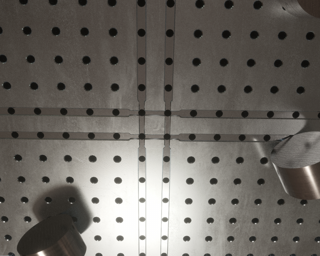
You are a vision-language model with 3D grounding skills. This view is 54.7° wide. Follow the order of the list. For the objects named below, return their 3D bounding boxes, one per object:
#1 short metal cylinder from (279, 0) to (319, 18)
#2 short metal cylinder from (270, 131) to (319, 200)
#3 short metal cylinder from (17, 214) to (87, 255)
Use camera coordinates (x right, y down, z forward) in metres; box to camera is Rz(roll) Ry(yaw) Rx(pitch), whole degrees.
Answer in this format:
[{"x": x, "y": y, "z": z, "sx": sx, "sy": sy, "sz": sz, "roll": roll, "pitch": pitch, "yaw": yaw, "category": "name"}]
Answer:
[{"x": 0.178, "y": -0.163, "z": 0.342, "sx": 0.081, "sy": 0.050, "sz": 0.079, "roll": 0, "pitch": 110, "yaw": -1, "category": "short metal cylinder"}, {"x": 0.193, "y": 0.047, "z": 0.404, "sx": 0.080, "sy": 0.080, "sz": 0.050, "roll": -26, "pitch": 108, "yaw": 9, "category": "short metal cylinder"}, {"x": -0.154, "y": 0.170, "z": 0.445, "sx": 0.080, "sy": 0.080, "sz": 0.050, "roll": -18, "pitch": 109, "yaw": 6, "category": "short metal cylinder"}]
